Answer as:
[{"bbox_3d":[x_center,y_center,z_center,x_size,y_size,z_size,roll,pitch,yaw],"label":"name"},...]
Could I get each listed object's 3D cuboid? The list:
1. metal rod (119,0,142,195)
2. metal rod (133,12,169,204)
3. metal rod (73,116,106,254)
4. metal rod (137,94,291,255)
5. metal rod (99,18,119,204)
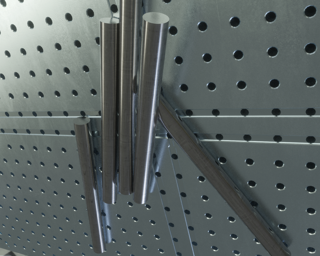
[{"bbox_3d":[-0.043,-0.025,0.416,0.025,0.025,0.298,17,125,18],"label":"metal rod"},{"bbox_3d":[-0.018,0.004,0.392,0.025,0.025,0.298,22,135,15],"label":"metal rod"},{"bbox_3d":[-0.119,0.115,0.542,0.025,0.025,0.298,14,124,20],"label":"metal rod"},{"bbox_3d":[0.076,0.065,0.410,0.025,0.025,0.300,-34,100,38],"label":"metal rod"},{"bbox_3d":[-0.072,-0.003,0.445,0.025,0.025,0.298,18,126,17],"label":"metal rod"}]
